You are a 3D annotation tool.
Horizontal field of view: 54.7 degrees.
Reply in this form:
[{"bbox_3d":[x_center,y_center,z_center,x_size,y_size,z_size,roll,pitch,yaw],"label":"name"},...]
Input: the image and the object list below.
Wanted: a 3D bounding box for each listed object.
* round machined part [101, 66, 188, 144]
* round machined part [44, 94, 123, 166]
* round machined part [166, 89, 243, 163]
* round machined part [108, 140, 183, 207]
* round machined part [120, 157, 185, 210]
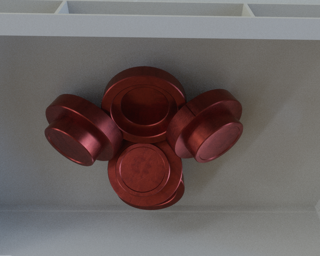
[{"bbox_3d":[-0.018,-0.031,0.368,0.099,0.042,0.097,0,130,0],"label":"round machined part"},{"bbox_3d":[-0.098,0.009,0.374,0.098,0.042,0.097,22,146,16],"label":"round machined part"},{"bbox_3d":[0.059,0.004,0.370,0.099,0.042,0.097,-25,146,-18],"label":"round machined part"},{"bbox_3d":[-0.020,0.053,0.403,0.099,0.097,0.042,-5,174,4],"label":"round machined part"},{"bbox_3d":[-0.014,0.076,0.459,0.099,0.042,0.097,0,130,0],"label":"round machined part"}]
